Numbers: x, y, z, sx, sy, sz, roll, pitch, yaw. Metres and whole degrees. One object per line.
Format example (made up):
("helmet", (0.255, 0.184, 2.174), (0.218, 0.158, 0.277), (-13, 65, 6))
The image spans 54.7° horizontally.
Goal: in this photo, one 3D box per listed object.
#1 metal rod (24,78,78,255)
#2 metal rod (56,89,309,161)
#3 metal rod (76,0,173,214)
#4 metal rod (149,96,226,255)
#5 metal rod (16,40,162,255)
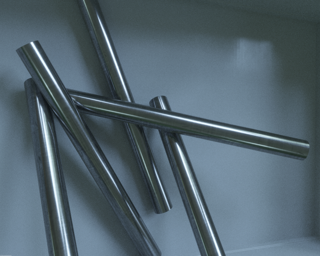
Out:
("metal rod", (-0.101, 0.079, 0.302), (0.025, 0.025, 0.299), (-10, 66, -20))
("metal rod", (0.026, -0.005, 0.370), (0.302, 0.025, 0.025), (12, 86, -1))
("metal rod", (-0.045, -0.032, 0.393), (0.025, 0.025, 0.298), (-22, 98, -19))
("metal rod", (0.042, 0.093, 0.351), (0.025, 0.025, 0.299), (-10, 64, -20))
("metal rod", (-0.074, 0.042, 0.365), (0.025, 0.025, 0.299), (-32, 107, -17))
